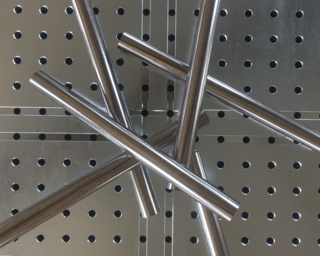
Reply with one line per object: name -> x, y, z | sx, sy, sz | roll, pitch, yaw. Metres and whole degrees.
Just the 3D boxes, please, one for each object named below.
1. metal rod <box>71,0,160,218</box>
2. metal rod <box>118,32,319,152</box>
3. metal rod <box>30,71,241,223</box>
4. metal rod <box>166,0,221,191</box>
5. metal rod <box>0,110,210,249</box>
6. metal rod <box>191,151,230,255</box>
metal rod -> -0.059, -0.028, 0.412 | 0.025, 0.025, 0.299 | -18, 90, 0
metal rod -> 0.083, -0.048, 0.413 | 0.301, 0.025, 0.025 | 27, 90, 0
metal rod -> -0.042, 0.012, 0.371 | 0.300, 0.025, 0.025 | 33, 90, 17
metal rod -> 0.048, -0.072, 0.387 | 0.025, 0.025, 0.299 | 11, 84, 0
metal rod -> -0.068, 0.057, 0.377 | 0.301, 0.025, 0.025 | -30, 90, -15
metal rod -> 0.082, 0.177, 0.413 | 0.025, 0.025, 0.299 | -16, 90, 0
